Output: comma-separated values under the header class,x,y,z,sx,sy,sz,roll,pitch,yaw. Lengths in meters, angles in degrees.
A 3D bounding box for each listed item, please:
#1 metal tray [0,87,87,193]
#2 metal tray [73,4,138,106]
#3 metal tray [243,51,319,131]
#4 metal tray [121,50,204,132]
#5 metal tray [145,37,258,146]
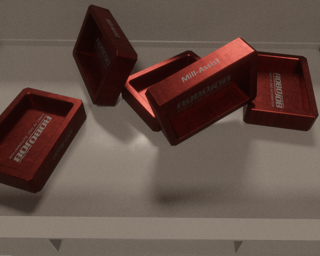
class,x,y,z,sx,sy,sz,roll,pitch,yaw
metal tray,-0.163,0.009,0.391,0.090,0.030,0.130,14,51,11
metal tray,-0.085,-0.106,0.448,0.030,0.089,0.130,3,43,-37
metal tray,0.171,-0.059,0.453,0.090,0.030,0.130,8,50,6
metal tray,0.020,-0.058,0.450,0.131,0.030,0.090,-29,56,-22
metal tray,0.055,-0.040,0.376,0.131,0.090,0.030,-30,55,-5
